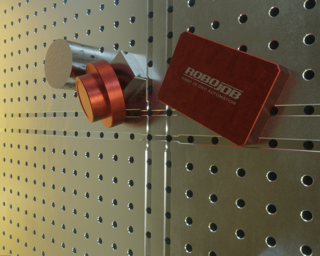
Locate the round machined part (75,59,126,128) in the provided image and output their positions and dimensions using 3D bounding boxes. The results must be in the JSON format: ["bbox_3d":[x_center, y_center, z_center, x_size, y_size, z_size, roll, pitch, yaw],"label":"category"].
[{"bbox_3d":[-0.089,-0.046,0.444,0.098,0.042,0.097,47,148,43],"label":"round machined part"}]

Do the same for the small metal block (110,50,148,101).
[{"bbox_3d":[-0.052,-0.076,0.453,0.050,0.025,0.050,-44,64,31],"label":"small metal block"}]

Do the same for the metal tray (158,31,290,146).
[{"bbox_3d":[0.065,-0.048,0.353,0.130,0.030,0.089,33,110,35],"label":"metal tray"}]

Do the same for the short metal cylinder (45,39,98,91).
[{"bbox_3d":[-0.148,-0.103,0.515,0.080,0.050,0.080,0,90,40],"label":"short metal cylinder"}]
